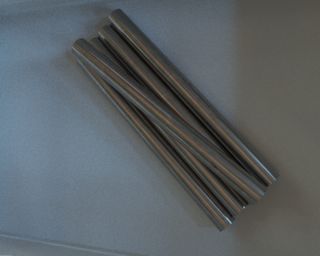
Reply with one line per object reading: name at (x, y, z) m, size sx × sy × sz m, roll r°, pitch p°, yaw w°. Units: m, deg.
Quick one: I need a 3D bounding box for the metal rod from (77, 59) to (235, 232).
metal rod at (-0.013, 0.009, 0.414) m, size 0.025 × 0.025 × 0.300 m, roll -45°, pitch 76°, yaw 14°

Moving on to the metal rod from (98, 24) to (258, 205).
metal rod at (0.019, -0.026, 0.402) m, size 0.025 × 0.025 × 0.300 m, roll -45°, pitch 76°, yaw 14°

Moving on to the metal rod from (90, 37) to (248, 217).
metal rod at (0.001, -0.011, 0.409) m, size 0.025 × 0.025 × 0.300 m, roll -45°, pitch 76°, yaw 14°

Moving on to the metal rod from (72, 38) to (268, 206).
metal rod at (0.000, -0.017, 0.382) m, size 0.300 × 0.025 × 0.025 m, roll 40°, pitch 103°, yaw 15°

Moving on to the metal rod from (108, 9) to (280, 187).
metal rod at (0.034, -0.046, 0.397) m, size 0.025 × 0.025 × 0.300 m, roll -45°, pitch 76°, yaw 14°
